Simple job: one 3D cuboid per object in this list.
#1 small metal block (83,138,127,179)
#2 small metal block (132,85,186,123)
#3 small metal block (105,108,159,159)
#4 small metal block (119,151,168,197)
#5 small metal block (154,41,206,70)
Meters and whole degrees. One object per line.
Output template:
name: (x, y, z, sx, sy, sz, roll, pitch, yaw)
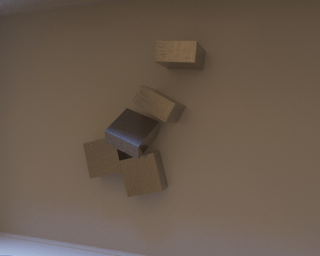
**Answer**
small metal block: (-0.075, 0.040, 0.436, 0.050, 0.025, 0.050, -14, 86, 19)
small metal block: (0.000, -0.030, 0.396, 0.050, 0.050, 0.025, 31, 100, 17)
small metal block: (-0.036, 0.006, 0.407, 0.050, 0.050, 0.025, 24, 140, 18)
small metal block: (-0.021, 0.062, 0.417, 0.050, 0.025, 0.050, -15, 85, 19)
small metal block: (0.026, -0.090, 0.387, 0.050, 0.050, 0.025, 6, 92, 19)
